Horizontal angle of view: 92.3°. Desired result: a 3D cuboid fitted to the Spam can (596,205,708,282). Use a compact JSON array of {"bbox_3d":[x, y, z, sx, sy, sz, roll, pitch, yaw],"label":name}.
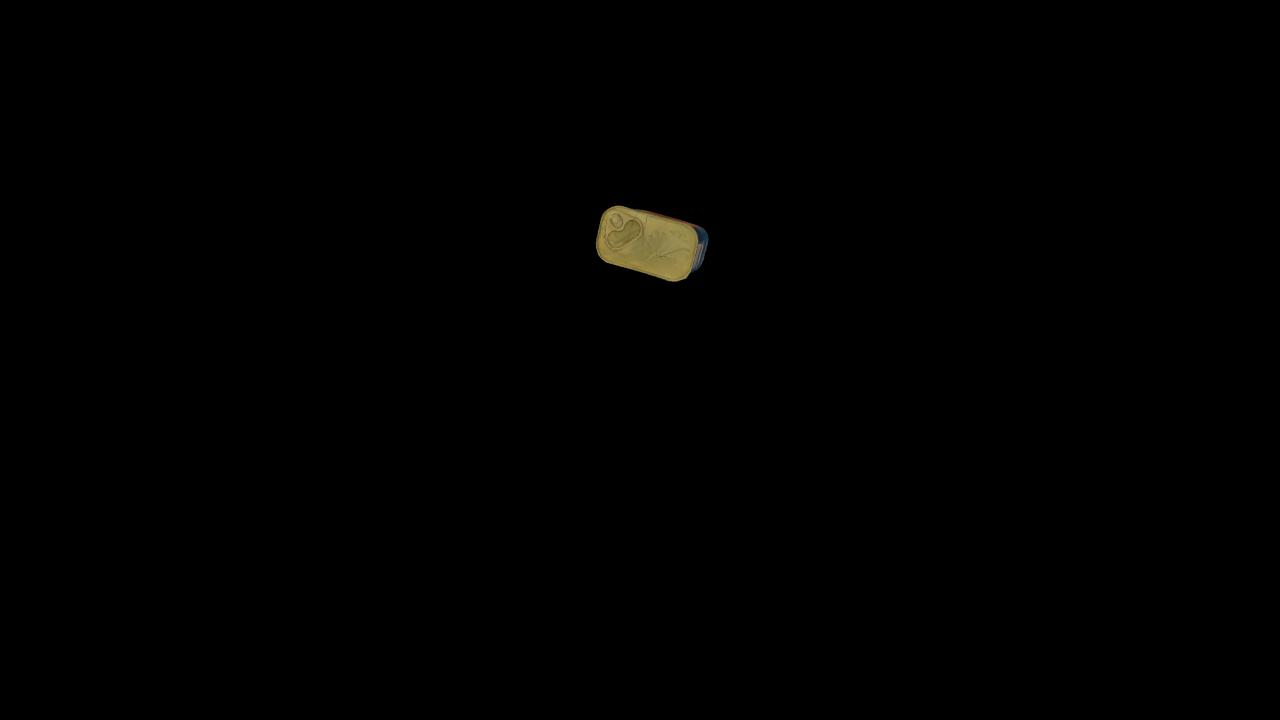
[{"bbox_3d":[0.016,-0.122,0.638,0.101,0.058,0.085,19,16,11],"label":"Spam can"}]
